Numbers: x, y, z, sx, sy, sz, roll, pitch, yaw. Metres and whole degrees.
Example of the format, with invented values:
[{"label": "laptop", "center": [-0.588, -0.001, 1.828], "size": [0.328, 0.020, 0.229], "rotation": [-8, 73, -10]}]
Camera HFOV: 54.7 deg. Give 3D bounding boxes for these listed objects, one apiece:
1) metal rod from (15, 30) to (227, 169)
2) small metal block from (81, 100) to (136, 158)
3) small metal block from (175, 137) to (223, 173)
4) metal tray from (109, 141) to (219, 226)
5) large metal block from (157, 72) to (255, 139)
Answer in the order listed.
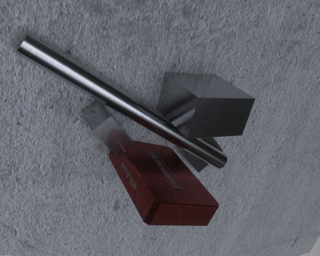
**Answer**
[{"label": "metal rod", "center": [-0.020, -0.016, 0.371], "size": [0.301, 0.025, 0.025], "rotation": [31, 101, -33]}, {"label": "small metal block", "center": [-0.060, -0.001, 0.359], "size": [0.025, 0.050, 0.050], "rotation": [-39, 130, -2]}, {"label": "small metal block", "center": [0.059, 0.032, 0.463], "size": [0.050, 0.025, 0.050], "rotation": [-41, 130, 0]}, {"label": "metal tray", "center": [0.000, 0.063, 0.381], "size": [0.091, 0.130, 0.030], "rotation": [13, 112, -34]}, {"label": "large metal block", "center": [0.054, -0.030, 0.384], "size": [0.081, 0.080, 0.050], "rotation": [-2, 120, -28]}]
